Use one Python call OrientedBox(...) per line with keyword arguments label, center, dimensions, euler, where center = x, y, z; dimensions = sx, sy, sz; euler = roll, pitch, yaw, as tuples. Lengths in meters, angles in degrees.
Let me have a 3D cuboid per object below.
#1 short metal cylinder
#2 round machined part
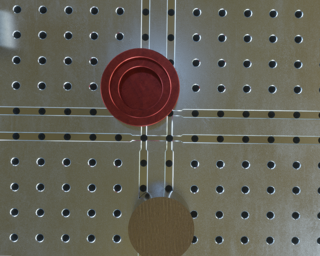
OrientedBox(label="short metal cylinder", center=(0.002, 0.123, 0.401), dimensions=(0.081, 0.050, 0.080), euler=(0, 90, 0))
OrientedBox(label="round machined part", center=(-0.025, -0.051, 0.404), dimensions=(0.099, 0.042, 0.097), euler=(0, 90, 0))
